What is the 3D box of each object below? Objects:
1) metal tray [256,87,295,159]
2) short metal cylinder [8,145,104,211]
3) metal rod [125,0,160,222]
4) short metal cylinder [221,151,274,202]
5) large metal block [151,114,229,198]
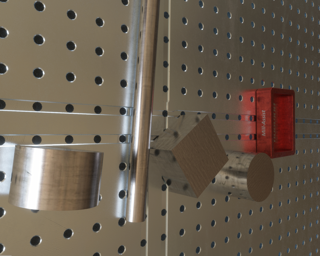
[{"bbox_3d":[0.225,-0.010,0.597,0.091,0.030,0.129,-2,91,-40],"label":"metal tray"},{"bbox_3d":[-0.097,0.045,0.294,0.081,0.080,0.050,8,85,-40],"label":"short metal cylinder"},{"bbox_3d":[-0.021,-0.034,0.393,0.025,0.025,0.298,6,86,-40],"label":"metal rod"},{"bbox_3d":[0.148,0.080,0.520,0.081,0.050,0.079,0,90,-40],"label":"short metal cylinder"},{"bbox_3d":[0.040,0.036,0.429,0.080,0.050,0.080,-43,116,-32],"label":"large metal block"}]
